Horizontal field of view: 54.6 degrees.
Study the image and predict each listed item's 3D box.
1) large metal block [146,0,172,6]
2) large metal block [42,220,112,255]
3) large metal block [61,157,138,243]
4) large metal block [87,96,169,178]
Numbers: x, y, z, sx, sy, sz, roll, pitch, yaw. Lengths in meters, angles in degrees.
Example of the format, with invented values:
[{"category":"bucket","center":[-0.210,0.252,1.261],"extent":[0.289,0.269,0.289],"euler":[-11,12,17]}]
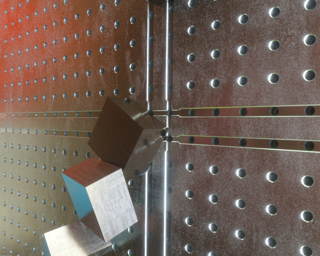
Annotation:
[{"category":"large metal block","center":[0.010,-0.211,0.386],"extent":[0.080,0.050,0.080],"euler":[-6,86,40]},{"category":"large metal block","center":[-0.127,0.176,0.464],"extent":[0.050,0.081,0.080],"euler":[62,147,21]},{"category":"large metal block","center":[-0.082,0.092,0.417],"extent":[0.080,0.050,0.080],"euler":[10,120,52]},{"category":"large metal block","center":[-0.046,0.012,0.433],"extent":[0.080,0.050,0.080],"euler":[41,115,32]}]
